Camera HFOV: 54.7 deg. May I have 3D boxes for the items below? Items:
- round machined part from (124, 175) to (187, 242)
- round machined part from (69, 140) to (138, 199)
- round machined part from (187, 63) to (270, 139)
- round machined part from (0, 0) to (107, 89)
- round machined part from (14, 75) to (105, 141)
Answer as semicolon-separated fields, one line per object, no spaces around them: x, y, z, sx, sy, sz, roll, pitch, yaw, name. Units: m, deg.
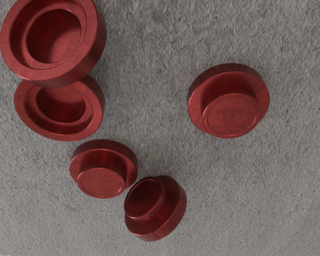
-0.013;0.110;0.453;0.098;0.098;0.042;-27;125;21;round machined part
-0.083;0.066;0.451;0.099;0.042;0.097;0;130;0;round machined part
0.083;-0.025;0.375;0.099;0.042;0.097;0;130;0;round machined part
-0.097;-0.084;0.299;0.098;0.098;0.042;-12;166;9;round machined part
-0.114;-0.033;0.366;0.099;0.042;0.097;0;130;0;round machined part
